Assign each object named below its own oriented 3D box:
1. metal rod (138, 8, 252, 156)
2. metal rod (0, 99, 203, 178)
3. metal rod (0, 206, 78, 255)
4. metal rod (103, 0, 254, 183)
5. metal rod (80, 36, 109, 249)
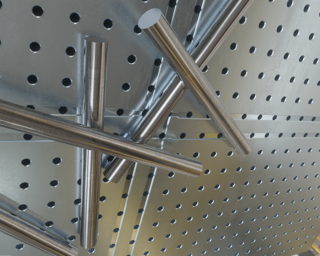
[{"bbox_3d":[0.064,-0.034,0.400,0.025,0.025,0.300,-45,138,3],"label":"metal rod"},{"bbox_3d":[-0.063,0.017,0.354,0.302,0.025,0.025,20,108,-36],"label":"metal rod"},{"bbox_3d":[-0.203,0.097,0.360,0.025,0.025,0.300,-40,130,-1],"label":"metal rod"},{"bbox_3d":[0.022,-0.052,0.392,0.025,0.025,0.299,29,102,-38],"label":"metal rod"},{"bbox_3d":[-0.086,0.039,0.389,0.025,0.025,0.298,-6,121,-26],"label":"metal rod"}]
